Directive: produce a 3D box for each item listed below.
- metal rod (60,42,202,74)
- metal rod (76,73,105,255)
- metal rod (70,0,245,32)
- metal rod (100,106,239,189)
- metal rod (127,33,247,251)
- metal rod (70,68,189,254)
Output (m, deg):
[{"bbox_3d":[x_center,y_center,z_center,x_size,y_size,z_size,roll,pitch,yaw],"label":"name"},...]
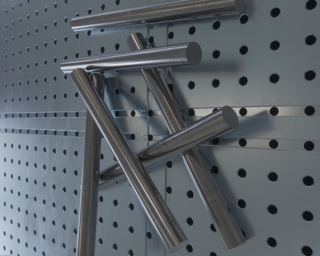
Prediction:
[{"bbox_3d":[-0.064,-0.093,0.436,0.300,0.025,0.025,9,96,48],"label":"metal rod"},{"bbox_3d":[-0.101,0.062,0.454,0.025,0.025,0.299,-13,70,39],"label":"metal rod"},{"bbox_3d":[-0.027,-0.157,0.432,0.300,0.025,0.025,9,96,39],"label":"metal rod"},{"bbox_3d":[-0.025,0.043,0.407,0.299,0.025,0.025,-30,72,44],"label":"metal rod"},{"bbox_3d":[0.024,0.002,0.390,0.025,0.025,0.299,-38,67,33],"label":"metal rod"},{"bbox_3d":[-0.054,0.020,0.400,0.025,0.025,0.300,-54,53,26],"label":"metal rod"}]
